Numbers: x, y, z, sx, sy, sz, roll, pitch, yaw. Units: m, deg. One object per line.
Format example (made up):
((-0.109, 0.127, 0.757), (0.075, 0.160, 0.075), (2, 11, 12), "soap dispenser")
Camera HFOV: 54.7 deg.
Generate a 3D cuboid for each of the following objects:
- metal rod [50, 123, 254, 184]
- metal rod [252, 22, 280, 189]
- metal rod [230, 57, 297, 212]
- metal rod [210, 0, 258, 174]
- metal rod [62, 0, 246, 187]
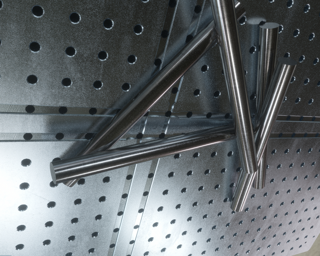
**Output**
((0.012, 0.025, 0.413), (0.303, 0.025, 0.025), (-11, 124, -31), "metal rod")
((0.164, -0.015, 0.494), (0.025, 0.025, 0.298), (-21, 127, -16), "metal rod")
((0.156, 0.031, 0.496), (0.025, 0.025, 0.298), (-12, 131, -22), "metal rod")
((0.100, -0.048, 0.402), (0.025, 0.025, 0.299), (-29, 128, -10), "metal rod")
((-0.012, -0.041, 0.380), (0.300, 0.025, 0.025), (-45, 130, 3), "metal rod")
